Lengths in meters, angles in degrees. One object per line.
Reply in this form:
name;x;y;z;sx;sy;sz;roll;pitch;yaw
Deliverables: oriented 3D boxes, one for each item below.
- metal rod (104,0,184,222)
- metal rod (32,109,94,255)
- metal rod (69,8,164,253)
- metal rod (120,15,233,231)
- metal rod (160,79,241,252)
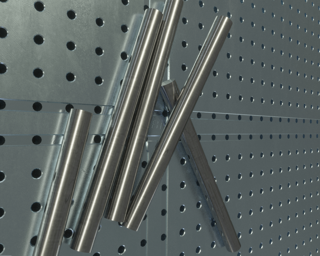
metal rod;-0.017;-0.033;0.396;0.025;0.025;0.299;24;75;-38
metal rod;-0.115;0.127;0.313;0.025;0.025;0.299;20;78;-39
metal rod;-0.047;-0.008;0.371;0.025;0.025;0.299;26;74;-38
metal rod;0.025;-0.013;0.402;0.025;0.025;0.299;32;79;-36
metal rod;0.066;0.068;0.466;0.025;0.025;0.299;-37;113;-34
